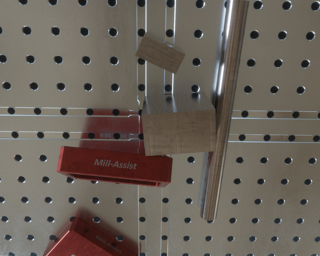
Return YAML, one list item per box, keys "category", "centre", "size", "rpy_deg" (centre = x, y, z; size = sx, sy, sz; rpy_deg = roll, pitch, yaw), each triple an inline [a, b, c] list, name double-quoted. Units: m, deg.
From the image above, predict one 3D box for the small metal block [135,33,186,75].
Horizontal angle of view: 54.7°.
- category: "small metal block"
  centre: [0.000, -0.090, 0.367]
  size: [0.050, 0.050, 0.025]
  rpy_deg: [23, 108, -9]

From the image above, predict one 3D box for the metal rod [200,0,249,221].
- category: "metal rod"
  centre: [0.082, -0.009, 0.411]
  size: [0.025, 0.025, 0.298]
  rpy_deg: [3, 110, -2]

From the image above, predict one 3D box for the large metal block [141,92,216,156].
- category: "large metal block"
  centre: [0.022, -0.008, 0.382]
  size: [0.081, 0.080, 0.050]
  rpy_deg: [-4, 110, 1]

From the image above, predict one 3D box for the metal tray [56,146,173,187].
- category: "metal tray"
  centre: [-0.054, 0.052, 0.396]
  size: [0.131, 0.090, 0.030]
  rpy_deg: [6, 75, -3]

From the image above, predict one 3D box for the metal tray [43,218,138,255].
- category: "metal tray"
  centre: [-0.108, 0.211, 0.487]
  size: [0.130, 0.030, 0.090]
  rpy_deg: [38, 105, -13]
